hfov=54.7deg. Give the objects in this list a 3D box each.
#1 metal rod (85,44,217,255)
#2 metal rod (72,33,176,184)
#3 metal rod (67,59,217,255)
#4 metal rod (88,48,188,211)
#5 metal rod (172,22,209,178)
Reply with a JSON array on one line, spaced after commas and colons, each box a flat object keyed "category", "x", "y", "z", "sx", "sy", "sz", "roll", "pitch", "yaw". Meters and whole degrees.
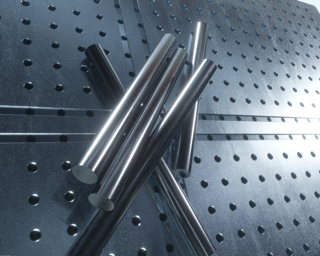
[{"category": "metal rod", "x": -0.019, "y": 0.018, "z": 0.387, "sx": 0.025, "sy": 0.025, "sz": 0.299, "roll": -19, "pitch": 72, "yaw": -36}, {"category": "metal rod", "x": -0.027, "y": -0.050, "z": 0.395, "sx": 0.025, "sy": 0.025, "sz": 0.301, "roll": 33, "pitch": 42, "yaw": -8}, {"category": "metal rod", "x": -0.004, "y": 0.020, "z": 0.362, "sx": 0.025, "sy": 0.025, "sz": 0.301, "roll": 37, "pitch": 59, "yaw": -4}, {"category": "metal rod", "x": -0.010, "y": -0.025, "z": 0.390, "sx": 0.025, "sy": 0.025, "sz": 0.301, "roll": 33, "pitch": 42, "yaw": -7}, {"category": "metal rod", "x": 0.051, "y": -0.062, "z": 0.475, "sx": 0.025, "sy": 0.025, "sz": 0.300, "roll": 23, "pitch": 53, "yaw": -15}]
